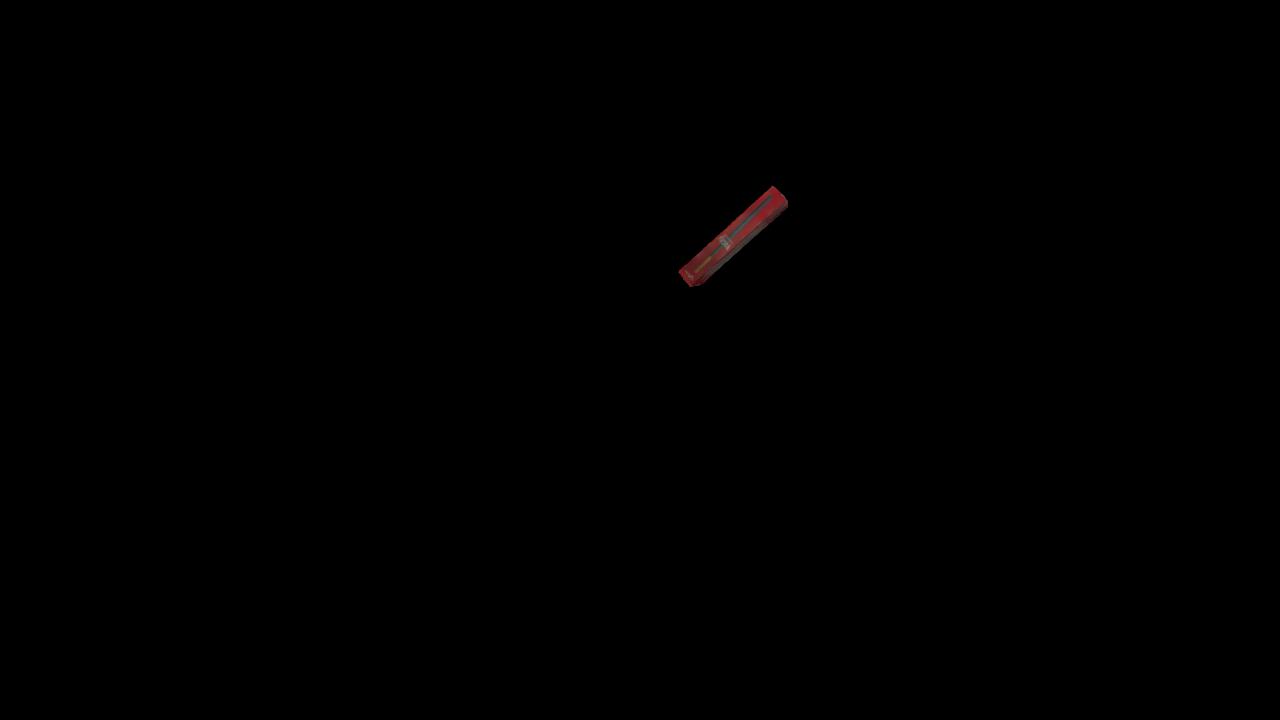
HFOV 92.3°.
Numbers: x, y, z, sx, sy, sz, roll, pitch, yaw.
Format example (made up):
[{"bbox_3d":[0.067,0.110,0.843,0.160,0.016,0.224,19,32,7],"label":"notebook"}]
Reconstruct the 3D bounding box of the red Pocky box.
[{"bbox_3d":[0.119,-0.153,0.776,0.155,0.028,0.083,-41,-2,17],"label":"red Pocky box"}]
